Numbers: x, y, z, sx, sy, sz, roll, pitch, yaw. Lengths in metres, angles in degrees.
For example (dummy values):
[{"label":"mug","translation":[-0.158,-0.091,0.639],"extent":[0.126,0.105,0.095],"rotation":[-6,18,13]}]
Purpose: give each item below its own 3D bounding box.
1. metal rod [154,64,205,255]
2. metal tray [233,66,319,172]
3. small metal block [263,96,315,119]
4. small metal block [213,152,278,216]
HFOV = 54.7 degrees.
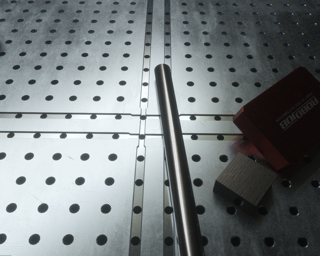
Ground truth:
[{"label":"metal rod","translation":[0.018,0.024,0.387],"extent":[0.025,0.025,0.300],"rotation":[-4,50,-4]},{"label":"metal tray","translation":[0.171,-0.016,0.402],"extent":[0.131,0.030,0.090],"rotation":[-33,76,-25]},{"label":"small metal block","translation":[0.173,-0.021,0.427],"extent":[0.050,0.025,0.050],"rotation":[-9,51,-8]},{"label":"small metal block","translation":[0.097,0.063,0.356],"extent":[0.050,0.025,0.050],"rotation":[33,57,24]}]
